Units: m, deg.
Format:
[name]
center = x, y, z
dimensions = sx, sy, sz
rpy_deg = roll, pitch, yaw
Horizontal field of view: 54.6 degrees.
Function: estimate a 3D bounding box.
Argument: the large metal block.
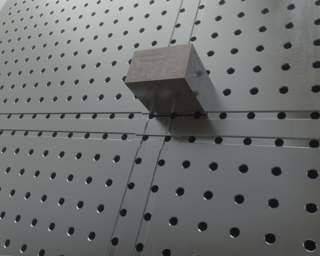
[large metal block]
center = 0.014, -0.059, 0.403
dimensions = 0.080, 0.080, 0.050
rpy_deg = 0, 62, 28
